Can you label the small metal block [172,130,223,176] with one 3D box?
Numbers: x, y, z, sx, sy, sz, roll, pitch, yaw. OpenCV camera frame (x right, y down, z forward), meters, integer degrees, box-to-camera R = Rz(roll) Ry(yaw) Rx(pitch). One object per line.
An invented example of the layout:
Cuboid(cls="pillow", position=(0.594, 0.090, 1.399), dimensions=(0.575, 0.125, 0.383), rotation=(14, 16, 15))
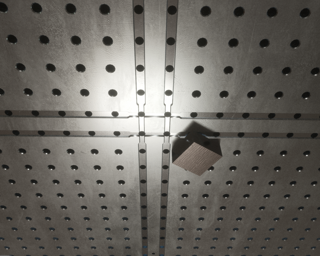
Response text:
Cuboid(cls="small metal block", position=(0.052, 0.037, 0.444), dimensions=(0.050, 0.025, 0.050), rotation=(27, 125, -22))
